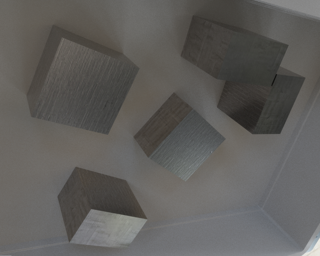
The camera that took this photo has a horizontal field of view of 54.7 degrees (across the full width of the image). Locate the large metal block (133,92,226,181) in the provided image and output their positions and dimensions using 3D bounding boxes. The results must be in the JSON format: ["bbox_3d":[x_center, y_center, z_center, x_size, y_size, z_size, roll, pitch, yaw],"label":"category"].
[{"bbox_3d":[0.027,0.013,0.415,0.080,0.050,0.080,-48,129,5],"label":"large metal block"}]

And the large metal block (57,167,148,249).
[{"bbox_3d":[-0.075,0.102,0.395,0.080,0.080,0.050,24,106,-37],"label":"large metal block"}]

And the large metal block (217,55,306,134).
[{"bbox_3d":[0.131,-0.046,0.416,0.050,0.080,0.079,0,118,-29],"label":"large metal block"}]

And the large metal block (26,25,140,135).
[{"bbox_3d":[-0.081,-0.047,0.319,0.081,0.050,0.080,16,110,-35],"label":"large metal block"}]

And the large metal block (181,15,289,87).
[{"bbox_3d":[0.084,-0.090,0.363,0.081,0.080,0.050,2,117,-30],"label":"large metal block"}]
